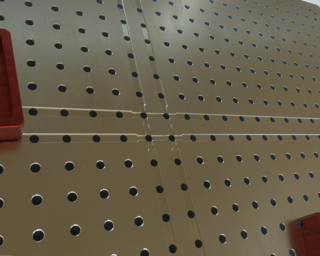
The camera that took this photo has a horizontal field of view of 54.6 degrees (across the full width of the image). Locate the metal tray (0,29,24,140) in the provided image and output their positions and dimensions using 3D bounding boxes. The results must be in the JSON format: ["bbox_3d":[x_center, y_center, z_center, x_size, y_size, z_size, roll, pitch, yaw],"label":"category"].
[{"bbox_3d":[-0.201,-0.049,0.326,0.091,0.030,0.130,-5,64,-30],"label":"metal tray"}]

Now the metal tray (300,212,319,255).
[{"bbox_3d":[0.269,0.176,0.441,0.131,0.030,0.090,14,56,-21],"label":"metal tray"}]
